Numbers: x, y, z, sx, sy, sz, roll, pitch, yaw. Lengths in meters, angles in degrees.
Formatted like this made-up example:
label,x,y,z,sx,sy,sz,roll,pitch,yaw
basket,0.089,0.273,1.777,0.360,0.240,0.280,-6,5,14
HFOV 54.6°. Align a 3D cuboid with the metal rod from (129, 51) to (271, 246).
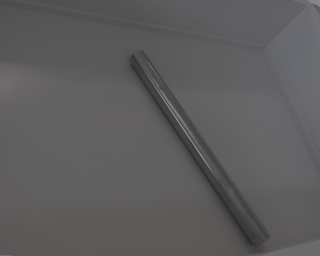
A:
label,x,y,z,sx,sy,sz,roll,pitch,yaw
metal rod,0.047,0.018,0.418,0.025,0.025,0.299,-24,75,-36
